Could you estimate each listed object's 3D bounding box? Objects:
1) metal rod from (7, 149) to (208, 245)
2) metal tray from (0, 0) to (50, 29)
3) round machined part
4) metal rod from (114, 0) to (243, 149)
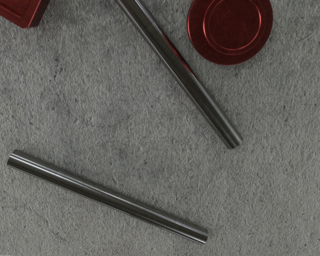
[{"bbox_3d":[-0.067,0.103,0.447,0.301,0.025,0.025,25,108,-9],"label":"metal rod"},{"bbox_3d":[-0.154,-0.188,0.336,0.090,0.030,0.129,30,107,-11],"label":"metal tray"},{"bbox_3d":[0.081,-0.121,0.357,0.099,0.042,0.097,0,110,0],"label":"round machined part"},{"bbox_3d":[0.010,-0.091,0.376,0.025,0.025,0.300,-36,107,12],"label":"metal rod"}]
